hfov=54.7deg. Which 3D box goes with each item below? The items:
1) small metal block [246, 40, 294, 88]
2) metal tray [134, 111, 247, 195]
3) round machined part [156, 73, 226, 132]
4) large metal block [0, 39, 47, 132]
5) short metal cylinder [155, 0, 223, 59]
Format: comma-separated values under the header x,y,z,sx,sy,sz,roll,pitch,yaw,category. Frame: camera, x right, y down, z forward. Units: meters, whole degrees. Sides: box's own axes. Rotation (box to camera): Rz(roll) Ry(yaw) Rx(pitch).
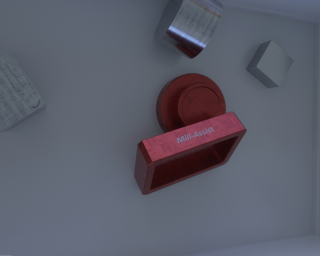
x,y,z,sx,sy,sz,roll,pitch,yaw,category
0.169,-0.097,0.475,0.050,0.025,0.050,35,79,-17,small metal block
0.035,0.033,0.390,0.131,0.089,0.030,-18,60,-20,metal tray
0.048,-0.026,0.420,0.099,0.042,0.097,0,90,-21,round machined part
-0.164,-0.043,0.321,0.050,0.080,0.080,-36,102,-17,large metal block
0.035,-0.136,0.395,0.050,0.080,0.080,23,82,-19,short metal cylinder
